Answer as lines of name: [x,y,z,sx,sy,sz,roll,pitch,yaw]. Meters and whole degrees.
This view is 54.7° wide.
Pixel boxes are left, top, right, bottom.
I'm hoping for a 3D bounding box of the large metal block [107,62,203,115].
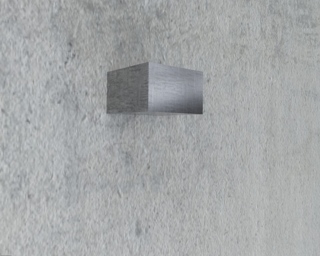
large metal block: [-0.007,-0.041,0.365,0.081,0.080,0.050,1,90,-40]
